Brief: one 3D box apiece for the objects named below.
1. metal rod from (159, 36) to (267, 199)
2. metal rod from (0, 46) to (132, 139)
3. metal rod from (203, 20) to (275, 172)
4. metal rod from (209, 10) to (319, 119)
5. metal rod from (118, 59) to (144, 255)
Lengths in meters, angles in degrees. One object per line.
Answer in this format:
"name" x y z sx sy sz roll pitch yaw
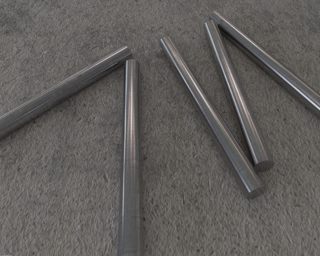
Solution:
"metal rod" 0.059 -0.037 0.434 0.025 0.025 0.300 -14 52 -12
"metal rod" -0.158 -0.040 0.435 0.025 0.025 0.302 36 59 26
"metal rod" 0.106 -0.069 0.461 0.025 0.025 0.300 -5 50 -4
"metal rod" 0.171 -0.105 0.492 0.025 0.025 0.300 -22 53 -17
"metal rod" -0.036 0.017 0.388 0.025 0.025 0.300 -2 50 -2
